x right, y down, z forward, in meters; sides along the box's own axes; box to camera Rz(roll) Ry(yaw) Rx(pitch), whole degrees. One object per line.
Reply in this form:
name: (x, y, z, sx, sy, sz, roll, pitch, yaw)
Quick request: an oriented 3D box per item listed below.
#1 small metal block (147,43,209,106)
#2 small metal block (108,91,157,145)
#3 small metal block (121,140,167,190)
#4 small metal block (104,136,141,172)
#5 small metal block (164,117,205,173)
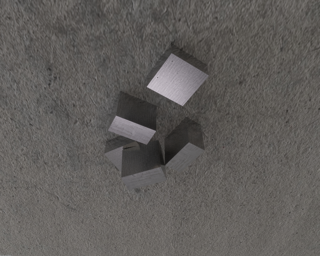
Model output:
small metal block: (0.020, -0.060, 0.356, 0.050, 0.025, 0.050, 26, 125, -21)
small metal block: (-0.033, -0.013, 0.379, 0.050, 0.050, 0.025, 21, 127, -17)
small metal block: (-0.021, 0.047, 0.398, 0.050, 0.050, 0.025, -16, 127, 8)
small metal block: (-0.042, 0.034, 0.436, 0.050, 0.025, 0.050, -22, 127, 18)
small metal block: (0.031, 0.022, 0.410, 0.025, 0.050, 0.050, 28, 125, -22)
